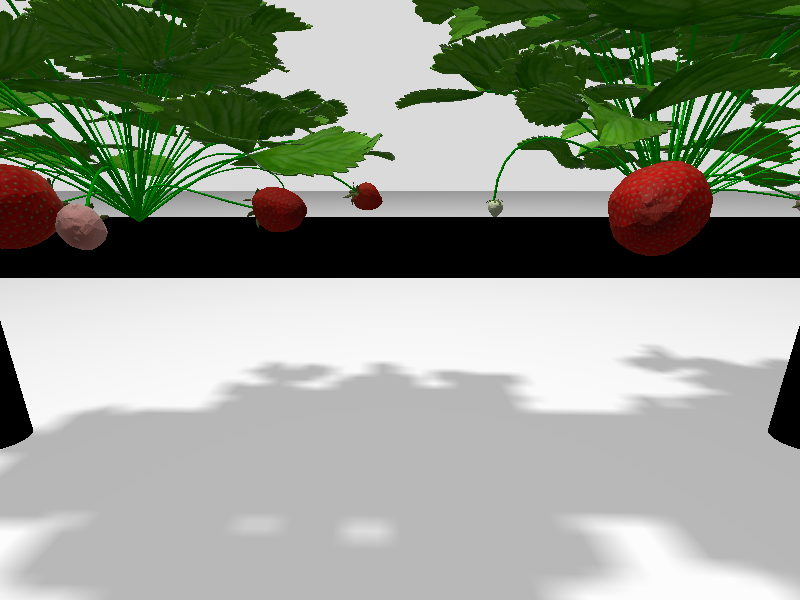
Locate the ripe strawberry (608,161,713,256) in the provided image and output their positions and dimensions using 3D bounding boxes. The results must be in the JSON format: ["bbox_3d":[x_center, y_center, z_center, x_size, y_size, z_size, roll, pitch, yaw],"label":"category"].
[{"bbox_3d":[0.120,-0.042,0.188,0.042,0.044,0.046,11,20,32],"label":"ripe strawberry"}]

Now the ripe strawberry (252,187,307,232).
[{"bbox_3d":[-0.077,-0.059,0.262,0.034,0.029,0.034,10,19,28],"label":"ripe strawberry"}]

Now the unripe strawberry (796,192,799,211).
[{"bbox_3d":[0.431,-0.103,0.413,0.029,0.028,0.031,-5,17,-20],"label":"unripe strawberry"}]

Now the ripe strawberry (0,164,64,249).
[{"bbox_3d":[-0.208,-0.048,0.211,0.042,0.045,0.045,-2,17,-7],"label":"ripe strawberry"}]

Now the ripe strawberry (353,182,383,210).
[{"bbox_3d":[-0.036,-0.117,0.457,0.035,0.030,0.035,13,6,-36],"label":"ripe strawberry"}]

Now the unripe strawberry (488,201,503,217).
[{"bbox_3d":[0.068,-0.066,0.288,0.010,0.011,0.011,-6,18,-19],"label":"unripe strawberry"}]

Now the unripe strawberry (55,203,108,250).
[{"bbox_3d":[-0.155,-0.034,0.194,0.020,0.022,0.021,-7,36,-23],"label":"unripe strawberry"}]
